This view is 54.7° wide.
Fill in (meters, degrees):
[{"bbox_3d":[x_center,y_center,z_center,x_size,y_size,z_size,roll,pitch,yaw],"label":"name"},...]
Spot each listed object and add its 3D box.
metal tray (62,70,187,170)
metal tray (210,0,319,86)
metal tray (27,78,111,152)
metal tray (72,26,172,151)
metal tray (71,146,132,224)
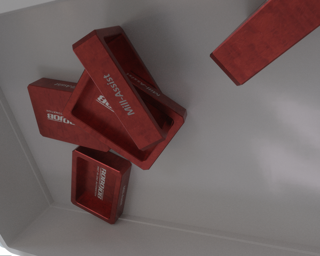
[{"bbox_3d":[-0.044,-0.018,0.385,0.130,0.030,0.090,34,114,-3],"label":"metal tray"},{"bbox_3d":[0.096,-0.090,0.234,0.030,0.131,0.090,47,129,-4],"label":"metal tray"},{"bbox_3d":[-0.127,-0.021,0.460,0.130,0.030,0.089,11,123,22],"label":"metal tray"},{"bbox_3d":[-0.034,-0.049,0.351,0.030,0.090,0.130,-28,104,18],"label":"metal tray"},{"bbox_3d":[-0.101,0.093,0.516,0.090,0.030,0.129,23,127,14],"label":"metal tray"}]
